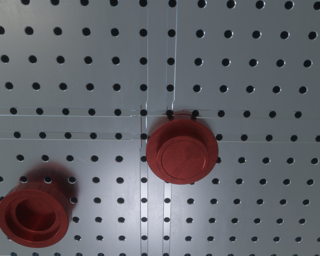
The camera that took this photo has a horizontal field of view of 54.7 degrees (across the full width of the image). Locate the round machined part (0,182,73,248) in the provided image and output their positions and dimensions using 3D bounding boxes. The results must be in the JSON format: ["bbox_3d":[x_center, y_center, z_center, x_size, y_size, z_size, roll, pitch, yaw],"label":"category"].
[{"bbox_3d":[-0.176,0.120,0.447,0.099,0.042,0.097,0,110,0],"label":"round machined part"}]

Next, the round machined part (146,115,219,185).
[{"bbox_3d":[0.030,0.035,0.417,0.099,0.042,0.097,0,110,0],"label":"round machined part"}]
